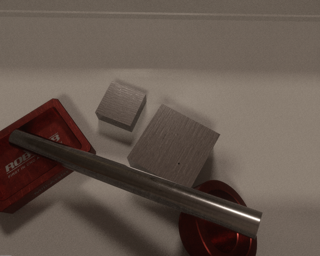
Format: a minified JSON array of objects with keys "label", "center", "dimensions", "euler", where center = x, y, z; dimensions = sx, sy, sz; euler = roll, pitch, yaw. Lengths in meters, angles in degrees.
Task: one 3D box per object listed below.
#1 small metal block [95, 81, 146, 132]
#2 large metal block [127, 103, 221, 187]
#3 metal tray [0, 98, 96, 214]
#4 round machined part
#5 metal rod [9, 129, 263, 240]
[{"label":"small metal block","center":[-0.052,-0.029,0.420],"dimensions":[0.050,0.025,0.050],"euler":[21,71,7]},{"label":"large metal block","center":[0.017,0.029,0.386],"dimensions":[0.080,0.050,0.080],"euler":[29,72,9]},{"label":"metal tray","center":[-0.161,0.033,0.392],"dimensions":[0.131,0.030,0.090],"euler":[-35,74,-12]},{"label":"round machined part","center":[0.059,0.111,0.343],"dimensions":[0.098,0.042,0.098],"euler":[26,46,-31]},{"label":"metal rod","center":[-0.046,0.050,0.333],"dimensions":[0.301,0.025,0.025],"euler":[15,70,23]}]
